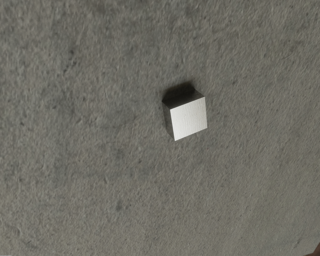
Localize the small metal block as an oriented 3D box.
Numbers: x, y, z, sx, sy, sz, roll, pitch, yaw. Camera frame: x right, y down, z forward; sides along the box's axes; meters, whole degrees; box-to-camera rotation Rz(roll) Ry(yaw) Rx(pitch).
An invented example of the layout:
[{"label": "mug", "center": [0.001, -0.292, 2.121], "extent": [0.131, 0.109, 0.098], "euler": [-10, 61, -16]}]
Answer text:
[{"label": "small metal block", "center": [0.033, -0.017, 0.414], "extent": [0.050, 0.025, 0.050], "euler": [-21, 127, -16]}]
